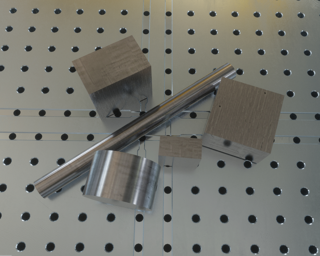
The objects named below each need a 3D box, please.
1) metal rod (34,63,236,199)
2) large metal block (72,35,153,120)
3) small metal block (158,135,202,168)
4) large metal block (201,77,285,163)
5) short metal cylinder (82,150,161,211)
[{"bbox_3d":[-0.024,-0.003,0.412,0.301,0.025,0.025,-33,74,-12],"label":"metal rod"},{"bbox_3d":[-0.058,-0.063,0.406,0.080,0.080,0.050,-27,73,-10],"label":"large metal block"},{"bbox_3d":[0.024,0.031,0.388,0.050,0.050,0.025,5,70,1],"label":"small metal block"},{"bbox_3d":[0.104,-0.009,0.400,0.080,0.050,0.080,18,71,6],"label":"large metal block"},{"bbox_3d":[-0.043,0.062,0.359,0.080,0.080,0.050,11,71,3],"label":"short metal cylinder"}]
